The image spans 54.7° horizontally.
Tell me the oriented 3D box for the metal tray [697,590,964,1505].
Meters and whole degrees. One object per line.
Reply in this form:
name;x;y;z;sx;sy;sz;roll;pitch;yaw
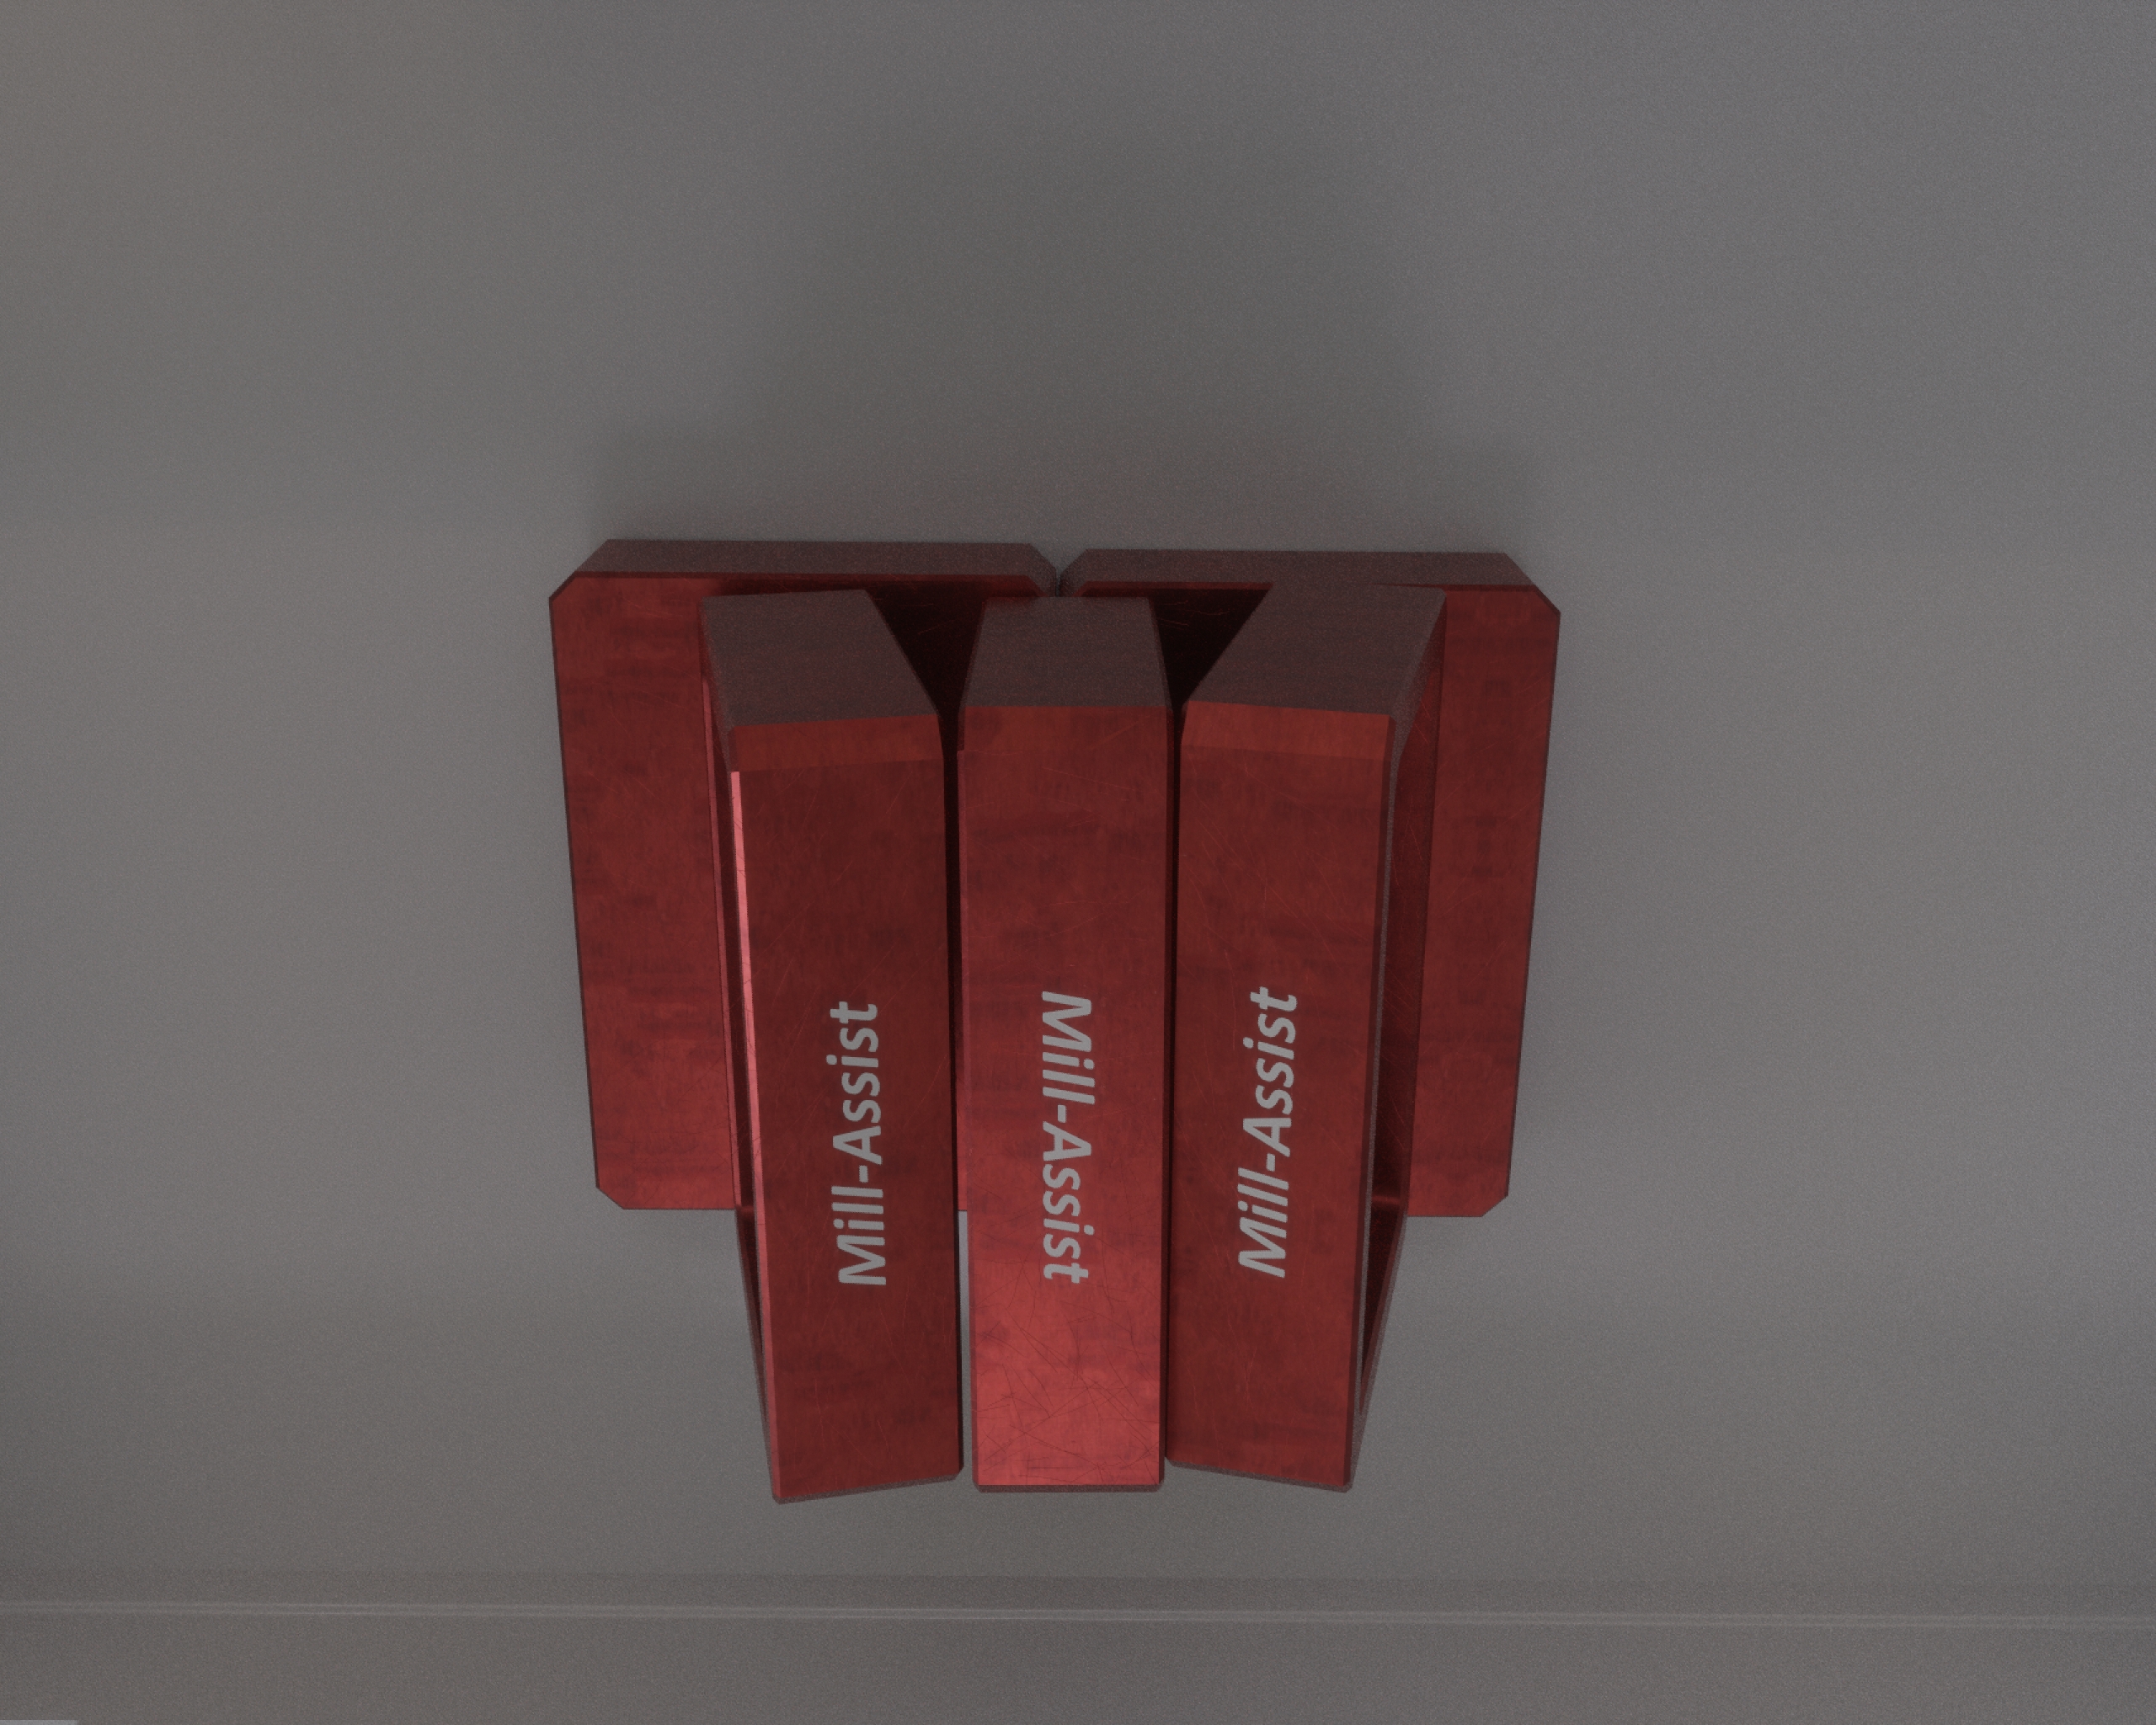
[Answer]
metal tray;-0.042;0.027;0.349;0.030;0.090;0.129;-4;111;-12

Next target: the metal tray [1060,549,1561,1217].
metal tray;0.041;0.006;0.409;0.091;0.030;0.129;0;110;-1

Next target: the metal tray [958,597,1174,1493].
metal tray;-0.002;0.027;0.351;0.030;0.090;0.129;0;108;0

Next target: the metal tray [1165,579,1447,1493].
metal tray;0.039;0.025;0.350;0.030;0.090;0.129;5;111;13

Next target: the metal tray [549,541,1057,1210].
metal tray;-0.050;0.004;0.407;0.091;0.030;0.129;0;110;-1
